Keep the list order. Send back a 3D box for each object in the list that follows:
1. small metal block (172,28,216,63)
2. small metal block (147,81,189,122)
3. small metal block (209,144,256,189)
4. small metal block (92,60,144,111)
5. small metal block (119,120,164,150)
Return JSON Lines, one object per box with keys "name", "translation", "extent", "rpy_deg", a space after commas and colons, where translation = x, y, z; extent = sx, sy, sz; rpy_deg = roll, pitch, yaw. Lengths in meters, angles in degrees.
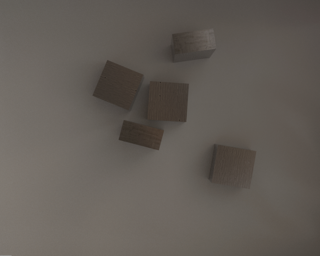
{"name": "small metal block", "translation": [0.041, -0.105, 0.399], "extent": [0.050, 0.050, 0.025], "rpy_deg": [-8, 90, 0]}
{"name": "small metal block", "translation": [0.011, -0.034, 0.411], "extent": [0.050, 0.025, 0.050], "rpy_deg": [4, 90, 0]}
{"name": "small metal block", "translation": [0.096, 0.050, 0.412], "extent": [0.050, 0.025, 0.050], "rpy_deg": [10, 90, 0]}
{"name": "small metal block", "translation": [-0.054, -0.055, 0.411], "extent": [0.050, 0.025, 0.050], "rpy_deg": [22, 90, 0]}
{"name": "small metal block", "translation": [-0.022, 0.008, 0.399], "extent": [0.050, 0.050, 0.025], "rpy_deg": [15, 90, 0]}
